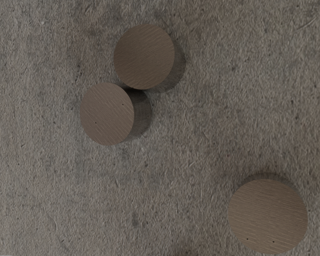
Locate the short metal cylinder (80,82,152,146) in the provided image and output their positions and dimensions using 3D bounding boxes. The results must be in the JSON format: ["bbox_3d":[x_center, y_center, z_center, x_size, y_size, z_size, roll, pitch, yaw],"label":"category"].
[{"bbox_3d":[-0.058,-0.020,0.412,0.080,0.050,0.079,3,96,23],"label":"short metal cylinder"}]

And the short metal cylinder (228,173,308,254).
[{"bbox_3d":[0.122,0.094,0.353,0.080,0.050,0.080,0,90,20],"label":"short metal cylinder"}]

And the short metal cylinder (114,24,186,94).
[{"bbox_3d":[-0.012,-0.087,0.400,0.080,0.050,0.080,0,90,20],"label":"short metal cylinder"}]
